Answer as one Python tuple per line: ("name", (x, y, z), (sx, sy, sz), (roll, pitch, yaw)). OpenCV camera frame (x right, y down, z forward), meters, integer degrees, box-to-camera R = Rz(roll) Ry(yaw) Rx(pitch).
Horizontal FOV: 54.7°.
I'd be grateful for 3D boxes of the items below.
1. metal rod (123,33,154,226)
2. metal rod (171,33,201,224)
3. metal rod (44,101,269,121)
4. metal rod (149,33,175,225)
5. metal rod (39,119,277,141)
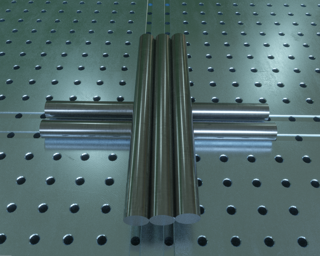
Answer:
("metal rod", (-0.022, -0.025, 0.396), (0.025, 0.025, 0.300), (1, 50, 0))
("metal rod", (0.028, -0.026, 0.398), (0.025, 0.025, 0.300), (1, 50, 0))
("metal rod", (-0.004, -0.024, 0.428), (0.302, 0.025, 0.025), (1, 50, 0))
("metal rod", (0.003, -0.025, 0.397), (0.025, 0.025, 0.300), (1, 50, 0))
("metal rod", (-0.002, 0.003, 0.405), (0.302, 0.025, 0.025), (1, 50, 0))
